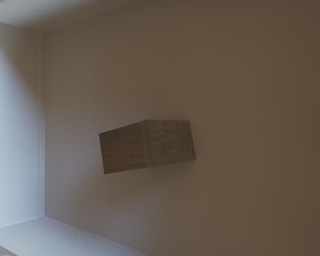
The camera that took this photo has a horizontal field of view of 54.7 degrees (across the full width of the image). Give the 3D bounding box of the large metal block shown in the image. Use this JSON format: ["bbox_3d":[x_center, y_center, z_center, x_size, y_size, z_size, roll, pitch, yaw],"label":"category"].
[{"bbox_3d":[-0.015,0.023,0.381,0.080,0.081,0.050,-15,81,39],"label":"large metal block"}]
